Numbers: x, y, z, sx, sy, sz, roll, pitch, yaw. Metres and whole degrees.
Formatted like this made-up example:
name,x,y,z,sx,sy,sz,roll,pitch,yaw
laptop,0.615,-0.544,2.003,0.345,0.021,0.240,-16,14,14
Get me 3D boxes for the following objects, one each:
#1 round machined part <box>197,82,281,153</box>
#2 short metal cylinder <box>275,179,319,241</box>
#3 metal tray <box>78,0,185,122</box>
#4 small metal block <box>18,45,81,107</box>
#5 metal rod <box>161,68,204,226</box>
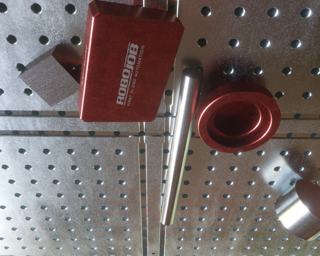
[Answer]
name,x,y,z,sx,sy,sz,roll,pitch,yaw
round machined part,0.095,-0.017,0.388,0.099,0.042,0.097,-1,130,0
short metal cylinder,0.232,0.128,0.488,0.081,0.080,0.050,19,128,-16
metal tray,-0.036,-0.064,0.337,0.091,0.030,0.129,-1,133,-23
small metal block,-0.123,-0.059,0.359,0.050,0.025,0.050,-26,126,20
metal rod,0.026,0.049,0.454,0.025,0.025,0.298,3,130,-4
